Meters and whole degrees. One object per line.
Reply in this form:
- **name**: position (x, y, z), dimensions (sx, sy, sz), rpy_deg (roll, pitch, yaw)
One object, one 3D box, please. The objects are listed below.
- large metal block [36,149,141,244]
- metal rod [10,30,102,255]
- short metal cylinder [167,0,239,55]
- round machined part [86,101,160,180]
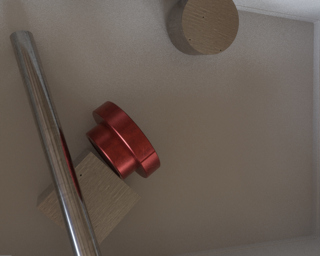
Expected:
- **large metal block**: position (-0.084, 0.082, 0.367), dimensions (0.080, 0.050, 0.080), rpy_deg (46, 76, -15)
- **metal rod**: position (-0.106, 0.033, 0.325), dimensions (0.025, 0.025, 0.299), rpy_deg (-17, 78, -20)
- **short metal cylinder**: position (0.056, -0.138, 0.411), dimensions (0.081, 0.050, 0.079), rpy_deg (-4, 103, -19)
- **round machined part**: position (-0.047, 0.021, 0.355), dimensions (0.042, 0.098, 0.098), rpy_deg (-39, 103, -16)
